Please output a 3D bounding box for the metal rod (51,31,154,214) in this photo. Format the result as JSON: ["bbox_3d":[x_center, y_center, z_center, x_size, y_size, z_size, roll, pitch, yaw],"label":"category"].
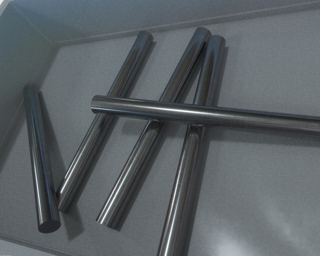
[{"bbox_3d":[-0.079,-0.021,0.458,0.025,0.025,0.300,11,67,32],"label":"metal rod"}]

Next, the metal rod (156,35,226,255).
[{"bbox_3d":[0.044,0.009,0.376,0.025,0.025,0.300,2,62,28],"label":"metal rod"}]

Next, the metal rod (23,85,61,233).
[{"bbox_3d":[-0.183,0.023,0.465,0.025,0.025,0.300,-35,45,5],"label":"metal rod"}]

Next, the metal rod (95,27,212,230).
[{"bbox_3d":[0.000,-0.012,0.412,0.025,0.025,0.300,15,69,34],"label":"metal rod"}]

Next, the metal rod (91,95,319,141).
[{"bbox_3d":[0.056,-0.013,0.353,0.301,0.025,0.025,7,65,21],"label":"metal rod"}]
